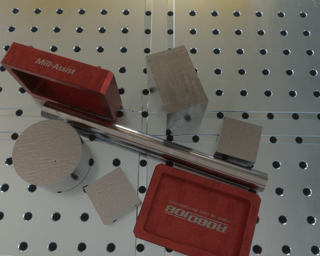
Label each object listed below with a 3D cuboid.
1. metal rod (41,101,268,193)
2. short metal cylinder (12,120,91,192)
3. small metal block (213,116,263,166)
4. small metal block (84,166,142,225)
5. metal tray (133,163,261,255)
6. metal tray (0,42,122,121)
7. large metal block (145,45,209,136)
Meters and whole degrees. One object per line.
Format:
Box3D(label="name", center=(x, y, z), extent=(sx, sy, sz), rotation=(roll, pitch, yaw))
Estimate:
Box3D(label="metal rod", center=(-0.012, 0.022, 0.403), extent=(0.301, 0.025, 0.025), rotation=(18, 71, 6))
Box3D(label="short metal cylinder", center=(-0.131, 0.036, 0.383), extent=(0.081, 0.050, 0.080), rotation=(0, 70, 0))
Box3D(label="small metal block", center=(0.102, 0.018, 0.405), extent=(0.050, 0.025, 0.050), rotation=(16, 71, 5))
Box3D(label="small metal block", center=(-0.057, 0.084, 0.381), extent=(0.050, 0.025, 0.050), rotation=(-31, 73, -11))
Box3D(label="metal tray", center=(0.044, 0.105, 0.370), extent=(0.131, 0.030, 0.090), rotation=(17, 71, 6))
Box3D(label="metal tray", center=(-0.119, -0.056, 0.395), extent=(0.131, 0.090, 0.030), rotation=(18, 71, 6))
Box3D(label="large metal block", center=(0.019, -0.045, 0.400), extent=(0.050, 0.080, 0.080), rotation=(-17, 71, -6))
